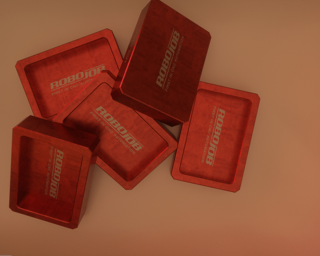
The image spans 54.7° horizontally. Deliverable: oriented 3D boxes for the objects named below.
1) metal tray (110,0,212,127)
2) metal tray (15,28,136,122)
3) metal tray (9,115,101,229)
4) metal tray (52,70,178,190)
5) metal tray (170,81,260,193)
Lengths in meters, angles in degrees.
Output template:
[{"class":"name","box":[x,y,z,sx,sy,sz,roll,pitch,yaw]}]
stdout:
[{"class":"metal tray","box":[0.005,-0.077,0.373,0.090,0.030,0.130,25,70,-23]},{"class":"metal tray","box":[-0.108,-0.064,0.406,0.131,0.030,0.090,-21,90,-1]},{"class":"metal tray","box":[-0.130,0.057,0.376,0.090,0.030,0.129,17,118,-1]},{"class":"metal tray","box":[-0.053,0.004,0.385,0.090,0.030,0.130,-43,105,6]},{"class":"metal tray","box":[0.071,0.011,0.408,0.091,0.030,0.129,13,90,-1]}]
